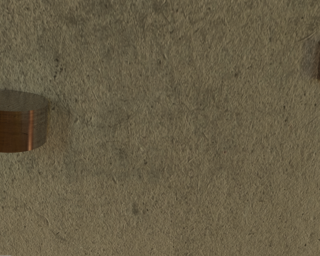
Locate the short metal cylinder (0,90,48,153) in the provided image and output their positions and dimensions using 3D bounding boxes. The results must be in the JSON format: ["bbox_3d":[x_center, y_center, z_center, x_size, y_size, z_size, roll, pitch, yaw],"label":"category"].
[{"bbox_3d":[-0.179,-0.010,0.375,0.081,0.080,0.050,9,110,-4],"label":"short metal cylinder"}]

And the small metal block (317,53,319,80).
[{"bbox_3d":[0.227,-0.084,0.381,0.050,0.025,0.050,-4,110,1],"label":"small metal block"}]
